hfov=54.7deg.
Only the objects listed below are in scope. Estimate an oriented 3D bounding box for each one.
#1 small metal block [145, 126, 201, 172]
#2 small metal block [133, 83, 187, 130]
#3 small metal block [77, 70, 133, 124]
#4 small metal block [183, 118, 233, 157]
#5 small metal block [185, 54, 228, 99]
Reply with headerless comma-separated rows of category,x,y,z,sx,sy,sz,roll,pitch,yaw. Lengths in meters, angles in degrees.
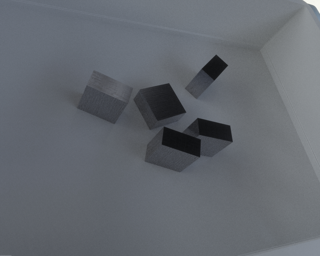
small metal block,0.015,0.028,0.382,0.050,0.050,0.025,19,54,-17
small metal block,0.000,-0.030,0.426,0.050,0.025,0.050,-18,71,-35
small metal block,-0.067,-0.036,0.376,0.050,0.050,0.025,24,53,-14
small metal block,0.060,0.014,0.415,0.050,0.050,0.025,12,57,-22
small metal block,0.072,-0.079,0.478,0.025,0.050,0.050,43,51,1
